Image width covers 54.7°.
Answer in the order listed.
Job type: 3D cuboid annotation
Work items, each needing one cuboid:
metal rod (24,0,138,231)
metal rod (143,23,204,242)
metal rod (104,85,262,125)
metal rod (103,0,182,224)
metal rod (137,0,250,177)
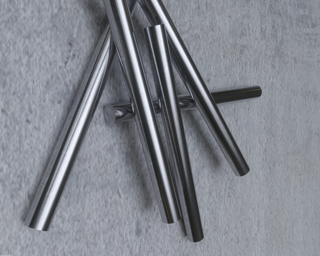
[{"bbox_3d":[-0.076,-0.040,0.341,0.025,0.025,0.299,29,72,-37],"label":"metal rod"},{"bbox_3d":[0.022,0.021,0.400,0.025,0.025,0.298,-28,116,-37],"label":"metal rod"},{"bbox_3d":[0.056,-0.040,0.453,0.302,0.025,0.025,-12,98,-40],"label":"metal rod"},{"bbox_3d":[-0.021,-0.029,0.354,0.025,0.025,0.298,-24,105,-38],"label":"metal rod"},{"bbox_3d":[0.053,-0.048,0.417,0.025,0.025,0.299,-48,119,-30],"label":"metal rod"}]
